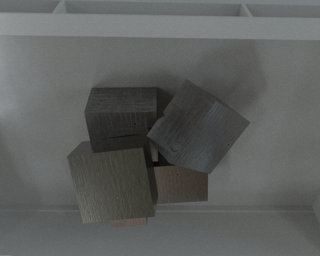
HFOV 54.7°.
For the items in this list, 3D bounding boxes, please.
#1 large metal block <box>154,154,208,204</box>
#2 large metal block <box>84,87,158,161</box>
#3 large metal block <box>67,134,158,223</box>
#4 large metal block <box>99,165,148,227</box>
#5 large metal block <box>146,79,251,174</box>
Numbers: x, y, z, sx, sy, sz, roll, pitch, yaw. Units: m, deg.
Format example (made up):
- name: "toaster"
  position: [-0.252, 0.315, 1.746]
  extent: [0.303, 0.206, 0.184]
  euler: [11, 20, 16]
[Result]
- name: "large metal block"
  position: [0.025, 0.062, 0.441]
  extent: [0.080, 0.050, 0.080]
  euler: [-4, 130, 3]
- name: "large metal block"
  position: [-0.043, -0.003, 0.388]
  extent: [0.081, 0.050, 0.079]
  euler: [-1, 130, 0]
- name: "large metal block"
  position: [-0.049, 0.056, 0.352]
  extent: [0.080, 0.050, 0.079]
  euler: [-7, 105, 6]
- name: "large metal block"
  position: [-0.047, 0.082, 0.440]
  extent: [0.050, 0.080, 0.080]
  euler: [-5, 130, 4]
- name: "large metal block"
  position: [0.045, 0.002, 0.359]
  extent: [0.080, 0.050, 0.080]
  euler: [22, 108, -47]
